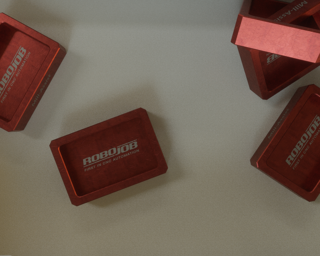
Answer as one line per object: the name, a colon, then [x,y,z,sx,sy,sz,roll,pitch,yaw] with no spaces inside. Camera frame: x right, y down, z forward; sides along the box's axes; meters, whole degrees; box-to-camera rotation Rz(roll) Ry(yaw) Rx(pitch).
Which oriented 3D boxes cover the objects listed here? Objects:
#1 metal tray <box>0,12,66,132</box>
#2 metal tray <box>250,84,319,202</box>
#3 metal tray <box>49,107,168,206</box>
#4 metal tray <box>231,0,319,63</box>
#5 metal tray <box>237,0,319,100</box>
metal tray: [-0.196,-0.071,0.406,0.090,0.030,0.130,29,90,-1]
metal tray: [0.195,0.019,0.411,0.090,0.030,0.130,34,90,-1]
metal tray: [-0.065,0.037,0.408,0.131,0.030,0.090,-21,90,-1]
metal tray: [0.136,-0.120,0.357,0.090,0.130,0.030,16,125,9]
metal tray: [0.166,-0.105,0.384,0.130,0.030,0.090,-33,133,0]
